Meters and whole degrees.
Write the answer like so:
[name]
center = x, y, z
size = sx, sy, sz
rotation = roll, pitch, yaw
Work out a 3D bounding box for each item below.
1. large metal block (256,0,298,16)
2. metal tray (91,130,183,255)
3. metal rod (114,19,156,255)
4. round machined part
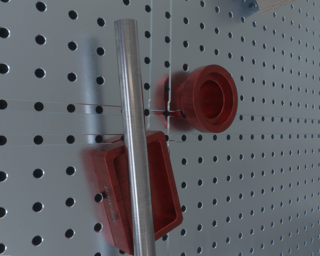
[large metal block]
center = 0.200, -0.253, 0.531
size = 0.080, 0.080, 0.050
rotation = 59, 27, -24
[metal tray]
center = -0.024, 0.077, 0.386
size = 0.091, 0.030, 0.129
rotation = -21, 103, -38
[metal rod]
center = -0.026, 0.033, 0.348
size = 0.025, 0.025, 0.298
rotation = -8, 95, -40
[round machined part]
center = 0.068, -0.041, 0.455
size = 0.099, 0.042, 0.097
rotation = 0, 90, -40
